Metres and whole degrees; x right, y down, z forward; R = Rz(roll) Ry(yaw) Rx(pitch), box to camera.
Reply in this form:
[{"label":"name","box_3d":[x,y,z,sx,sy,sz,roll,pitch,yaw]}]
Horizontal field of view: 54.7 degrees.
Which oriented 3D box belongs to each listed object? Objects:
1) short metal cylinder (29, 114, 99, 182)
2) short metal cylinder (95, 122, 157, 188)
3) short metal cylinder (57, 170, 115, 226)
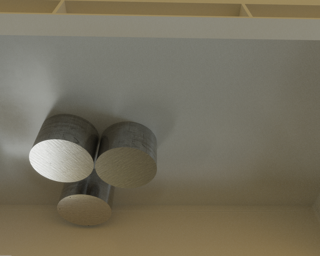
[{"label":"short metal cylinder","box_3d":[-0.125,0.028,0.414,0.081,0.050,0.079,0,130,0]},{"label":"short metal cylinder","box_3d":[-0.044,0.038,0.424,0.081,0.050,0.079,0,130,0]},{"label":"short metal cylinder","box_3d":[-0.113,0.108,0.483,0.081,0.050,0.079,0,130,0]}]
